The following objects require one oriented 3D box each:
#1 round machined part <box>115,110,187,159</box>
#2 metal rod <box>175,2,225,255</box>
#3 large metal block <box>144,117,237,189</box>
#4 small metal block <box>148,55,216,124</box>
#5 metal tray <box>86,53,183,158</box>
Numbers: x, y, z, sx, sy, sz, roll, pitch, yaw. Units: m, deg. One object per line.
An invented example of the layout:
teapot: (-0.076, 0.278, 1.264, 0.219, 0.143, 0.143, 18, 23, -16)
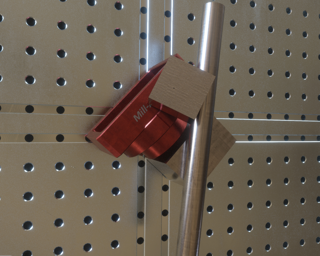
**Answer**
round machined part: (-0.005, -0.001, 0.377, 0.042, 0.098, 0.098, 44, 76, -15)
metal rod: (0.044, 0.011, 0.345, 0.025, 0.025, 0.298, 7, 88, -20)
large metal block: (0.036, 0.027, 0.395, 0.050, 0.080, 0.080, 45, 76, -15)
small metal block: (0.021, -0.039, 0.317, 0.050, 0.025, 0.050, 26, 79, 0)
metal tray: (-0.027, -0.026, 0.369, 0.030, 0.090, 0.130, 45, 76, -15)
